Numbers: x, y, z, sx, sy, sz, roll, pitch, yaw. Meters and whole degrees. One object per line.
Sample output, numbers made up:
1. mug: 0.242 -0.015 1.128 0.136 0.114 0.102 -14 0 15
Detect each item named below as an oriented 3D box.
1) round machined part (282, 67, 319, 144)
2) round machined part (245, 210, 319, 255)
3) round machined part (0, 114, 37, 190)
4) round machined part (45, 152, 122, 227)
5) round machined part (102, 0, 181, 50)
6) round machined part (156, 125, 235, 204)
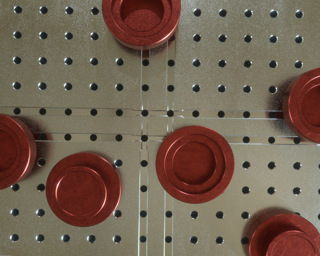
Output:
1. round machined part: 0.209 -0.028 0.406 0.099 0.042 0.097 0 90 0
2. round machined part: 0.166 0.161 0.406 0.099 0.042 0.097 0 90 0
3. round machined part: -0.210 0.030 0.404 0.099 0.042 0.097 0 90 0
4. round machined part: -0.101 0.081 0.404 0.099 0.042 0.097 0 90 0
5. round machined part: -0.023 -0.151 0.405 0.099 0.042 0.097 0 90 0
6. round machined part: 0.044 0.045 0.405 0.099 0.042 0.097 0 90 0
